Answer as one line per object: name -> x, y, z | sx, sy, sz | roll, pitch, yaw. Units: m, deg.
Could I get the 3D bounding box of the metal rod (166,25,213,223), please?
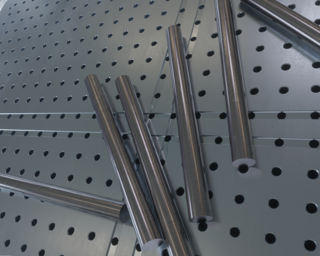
metal rod -> 0.032, -0.028, 0.409 | 0.025, 0.025, 0.300 | -17, 55, 18

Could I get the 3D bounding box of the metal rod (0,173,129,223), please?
metal rod -> -0.170, 0.090, 0.443 | 0.300, 0.025, 0.025 | 5, 64, 30

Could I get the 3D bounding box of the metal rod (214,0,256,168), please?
metal rod -> 0.094, -0.090, 0.414 | 0.025, 0.025, 0.300 | -12, 56, 21

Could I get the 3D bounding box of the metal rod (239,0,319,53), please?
metal rod -> 0.189, -0.111, 0.377 | 0.025, 0.025, 0.300 | -37, 51, 4

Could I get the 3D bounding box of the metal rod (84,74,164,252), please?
metal rod -> -0.061, 0.021, 0.421 | 0.025, 0.025, 0.300 | -33, 49, 7

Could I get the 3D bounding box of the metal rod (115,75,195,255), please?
metal rod -> -0.014, 0.038, 0.393 | 0.025, 0.025, 0.300 | -29, 52, 10
